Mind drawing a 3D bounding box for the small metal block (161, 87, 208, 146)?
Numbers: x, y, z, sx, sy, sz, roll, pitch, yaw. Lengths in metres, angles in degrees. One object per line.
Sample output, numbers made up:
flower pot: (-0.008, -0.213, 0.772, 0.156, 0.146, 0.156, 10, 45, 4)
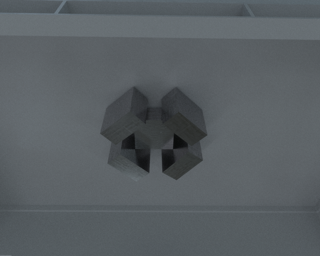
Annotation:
small metal block: (0.029, -0.014, 0.378, 0.025, 0.050, 0.050, -38, 122, 26)

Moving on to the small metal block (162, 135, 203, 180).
small metal block: (0.028, 0.034, 0.418, 0.025, 0.050, 0.050, 33, 122, -26)

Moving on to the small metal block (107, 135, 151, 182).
small metal block: (-0.040, 0.036, 0.421, 0.025, 0.050, 0.050, -37, 121, 28)

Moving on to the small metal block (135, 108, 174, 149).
small metal block: (-0.007, 0.001, 0.407, 0.050, 0.025, 0.050, 0, 130, -1)

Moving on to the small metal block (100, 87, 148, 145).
small metal block: (-0.043, -0.015, 0.377, 0.050, 0.050, 0.025, -34, 122, 26)
